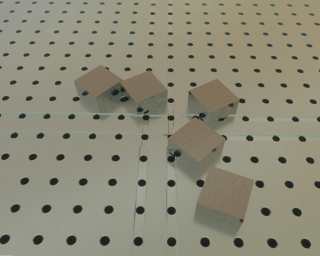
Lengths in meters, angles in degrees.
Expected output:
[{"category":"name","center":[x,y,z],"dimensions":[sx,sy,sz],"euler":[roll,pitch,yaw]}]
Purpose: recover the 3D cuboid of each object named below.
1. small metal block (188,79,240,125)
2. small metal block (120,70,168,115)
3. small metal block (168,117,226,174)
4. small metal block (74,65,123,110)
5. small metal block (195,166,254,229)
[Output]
[{"category":"small metal block","center":[0.075,-0.038,0.440],"dimensions":[0.050,0.025,0.050],"euler":[-25,54,-19]},{"category":"small metal block","center":[-0.024,-0.052,0.452],"dimensions":[0.050,0.025,0.050],"euler":[-25,55,-20]},{"category":"small metal block","center":[0.045,0.021,0.391],"dimensions":[0.050,0.025,0.050],"euler":[-37,59,-27]},{"category":"small metal block","center":[-0.089,-0.061,0.459],"dimensions":[0.050,0.025,0.050],"euler":[36,59,26]},{"category":"small metal block","center":[0.072,0.076,0.344],"dimensions":[0.050,0.025,0.050],"euler":[18,52,14]}]
